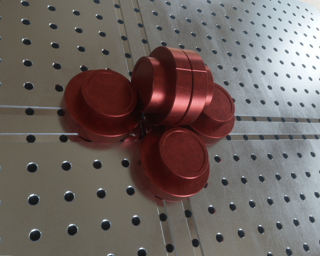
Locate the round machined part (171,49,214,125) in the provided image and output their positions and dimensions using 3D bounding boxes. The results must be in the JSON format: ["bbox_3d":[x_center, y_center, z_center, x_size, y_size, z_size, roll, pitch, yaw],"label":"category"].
[{"bbox_3d":[0.033,-0.053,0.406,0.042,0.097,0.098,-1,62,-29],"label":"round machined part"}]

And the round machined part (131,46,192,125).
[{"bbox_3d":[-0.005,-0.052,0.384,0.042,0.097,0.098,1,61,-28],"label":"round machined part"}]

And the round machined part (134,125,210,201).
[{"bbox_3d":[0.021,0.038,0.387,0.099,0.042,0.098,14,56,-21],"label":"round machined part"}]

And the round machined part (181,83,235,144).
[{"bbox_3d":[0.070,-0.029,0.454,0.099,0.042,0.098,14,56,-21],"label":"round machined part"}]

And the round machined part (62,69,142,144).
[{"bbox_3d":[-0.067,-0.033,0.382,0.099,0.042,0.098,14,56,-21],"label":"round machined part"}]
